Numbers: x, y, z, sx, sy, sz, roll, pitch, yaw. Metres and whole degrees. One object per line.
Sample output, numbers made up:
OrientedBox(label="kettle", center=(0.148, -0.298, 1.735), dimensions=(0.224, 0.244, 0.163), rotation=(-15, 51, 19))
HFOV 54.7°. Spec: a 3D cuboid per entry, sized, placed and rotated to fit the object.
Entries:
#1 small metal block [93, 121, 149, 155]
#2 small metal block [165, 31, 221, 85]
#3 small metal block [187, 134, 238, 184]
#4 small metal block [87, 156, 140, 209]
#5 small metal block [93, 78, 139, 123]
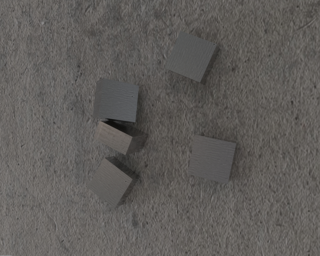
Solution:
OrientedBox(label="small metal block", center=(-0.051, 0.011, 0.413), dimensions=(0.050, 0.050, 0.025), rotation=(25, 101, 18))
OrientedBox(label="small metal block", center=(0.042, -0.089, 0.394), dimensions=(0.050, 0.025, 0.050), rotation=(26, 98, 18))
OrientedBox(label="small metal block", center=(0.066, 0.037, 0.386), dimensions=(0.050, 0.025, 0.050), rotation=(12, 94, 19))
OrientedBox(label="small metal block", center=(-0.064, 0.075, 0.432), dimensions=(0.050, 0.025, 0.050), rotation=(34, 101, 16))
OrientedBox(label="small metal block", center=(-0.058, -0.035, 0.411), dimensions=(0.025, 0.050, 0.050), rotation=(-3, 80, 59))
